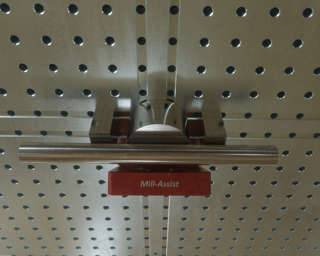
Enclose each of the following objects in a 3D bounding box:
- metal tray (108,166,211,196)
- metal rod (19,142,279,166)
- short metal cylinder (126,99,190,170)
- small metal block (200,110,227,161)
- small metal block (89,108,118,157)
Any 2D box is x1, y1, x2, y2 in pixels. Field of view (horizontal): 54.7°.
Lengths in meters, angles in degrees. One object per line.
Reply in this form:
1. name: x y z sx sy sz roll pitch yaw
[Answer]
1. metal tray: -0.001 0.072 0.433 0.131 0.090 0.030 0 87 -1
2. metal rod: -0.013 0.031 0.372 0.302 0.025 0.025 1 130 -1
3. short metal cylinder: -0.002 0.010 0.403 0.081 0.050 0.079 0 130 0
4. small metal block: 0.068 0.012 0.406 0.025 0.050 0.050 -1 130 0
5. small metal block: -0.072 0.009 0.403 0.025 0.050 0.050 -1 130 0
